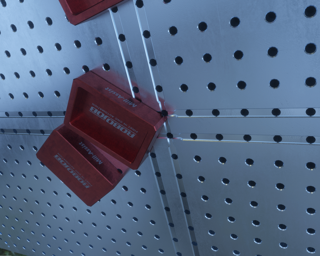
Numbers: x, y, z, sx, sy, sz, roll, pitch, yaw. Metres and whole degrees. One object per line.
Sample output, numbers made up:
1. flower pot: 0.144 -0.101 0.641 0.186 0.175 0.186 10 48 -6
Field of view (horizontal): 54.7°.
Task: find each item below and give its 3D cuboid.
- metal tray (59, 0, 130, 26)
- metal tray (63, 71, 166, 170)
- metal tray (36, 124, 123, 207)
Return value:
1. metal tray: -0.087 -0.190 0.334 0.090 0.030 0.129 -12 113 33
2. metal tray: -0.068 -0.009 0.435 0.130 0.030 0.089 32 128 7
3. metal tray: -0.136 0.063 0.516 0.130 0.030 0.090 45 129 -4
